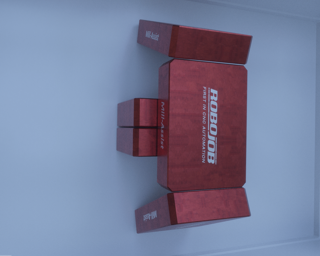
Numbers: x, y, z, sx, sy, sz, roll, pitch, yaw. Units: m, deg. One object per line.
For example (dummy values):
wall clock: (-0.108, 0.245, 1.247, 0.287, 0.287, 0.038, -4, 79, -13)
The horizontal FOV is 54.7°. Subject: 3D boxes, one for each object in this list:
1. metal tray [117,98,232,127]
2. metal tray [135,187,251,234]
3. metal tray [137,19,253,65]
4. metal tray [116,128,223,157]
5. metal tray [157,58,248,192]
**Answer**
metal tray: (0.021, -0.016, 0.382, 0.131, 0.090, 0.030, 1, 90, -20)
metal tray: (0.031, 0.099, 0.363, 0.091, 0.129, 0.030, 1, 68, -21)
metal tray: (0.033, -0.104, 0.364, 0.091, 0.130, 0.030, 1, 110, -20)
metal tray: (0.020, 0.015, 0.382, 0.131, 0.090, 0.030, 1, 90, -20)
metal tray: (0.045, -0.002, 0.327, 0.091, 0.030, 0.129, 1, 90, -21)
